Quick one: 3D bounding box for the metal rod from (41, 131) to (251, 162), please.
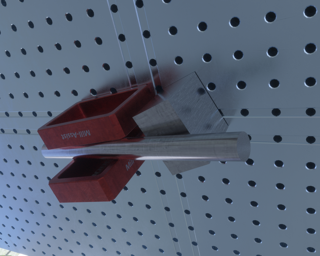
[{"bbox_3d":[-0.045,0.024,0.351,0.300,0.025,0.025,-4,117,40],"label":"metal rod"}]

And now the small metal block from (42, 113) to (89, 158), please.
[{"bbox_3d":[-0.143,0.011,0.475,0.025,0.050,0.050,-8,114,31],"label":"small metal block"}]

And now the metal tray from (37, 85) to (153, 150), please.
[{"bbox_3d":[-0.081,-0.014,0.401,0.130,0.090,0.030,-9,115,31],"label":"metal tray"}]

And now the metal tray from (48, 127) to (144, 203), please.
[{"bbox_3d":[-0.068,0.042,0.403,0.090,0.131,0.030,-10,114,32],"label":"metal tray"}]

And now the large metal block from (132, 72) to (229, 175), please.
[{"bbox_3d":[0.027,-0.006,0.355,0.050,0.080,0.080,-25,105,36],"label":"large metal block"}]
